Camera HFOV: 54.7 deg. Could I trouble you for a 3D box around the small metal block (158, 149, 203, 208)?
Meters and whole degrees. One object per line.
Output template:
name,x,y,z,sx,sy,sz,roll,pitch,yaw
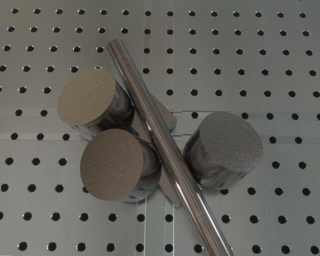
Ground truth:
small metal block,0.024,0.063,0.385,0.050,0.025,0.050,-38,75,-13

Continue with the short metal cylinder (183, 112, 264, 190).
short metal cylinder,0.074,0.027,0.372,0.081,0.050,0.080,11,53,-15

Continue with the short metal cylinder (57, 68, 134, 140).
short metal cylinder,-0.080,-0.028,0.389,0.080,0.050,0.080,-10,60,18

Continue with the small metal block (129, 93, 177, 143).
small metal block,-0.013,-0.009,0.411,0.050,0.025,0.050,-41,75,-14

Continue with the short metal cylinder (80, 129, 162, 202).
short metal cylinder,-0.045,0.045,0.363,0.080,0.050,0.080,-6,73,21

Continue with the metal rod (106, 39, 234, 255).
metal rod,0.003,0.014,0.376,0.025,0.025,0.299,-24,72,-9
